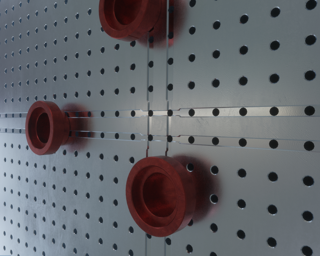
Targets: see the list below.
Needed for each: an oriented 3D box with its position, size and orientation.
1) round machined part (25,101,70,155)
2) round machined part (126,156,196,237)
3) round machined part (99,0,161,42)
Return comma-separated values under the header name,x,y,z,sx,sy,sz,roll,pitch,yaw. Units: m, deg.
name,x,y,z,sx,sy,sz,roll,pitch,yaw
round machined part,-0.202,0.000,0.567,0.098,0.042,0.097,0,90,40
round machined part,0.005,0.084,0.395,0.098,0.042,0.097,0,90,40
round machined part,-0.037,-0.169,0.430,0.098,0.042,0.097,0,90,40
